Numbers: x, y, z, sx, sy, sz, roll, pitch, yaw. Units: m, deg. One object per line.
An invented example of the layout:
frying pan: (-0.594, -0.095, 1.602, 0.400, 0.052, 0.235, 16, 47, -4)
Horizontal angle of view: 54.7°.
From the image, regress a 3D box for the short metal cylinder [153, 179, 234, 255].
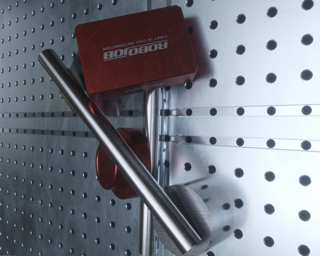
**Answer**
short metal cylinder: (0.038, 0.103, 0.361, 0.080, 0.050, 0.079, 0, 90, 39)

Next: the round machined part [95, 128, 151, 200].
round machined part: (-0.056, 0.048, 0.421, 0.098, 0.042, 0.097, -1, 89, 57)

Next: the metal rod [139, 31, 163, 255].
metal rod: (-0.011, 0.020, 0.417, 0.025, 0.025, 0.298, 3, 92, 39)

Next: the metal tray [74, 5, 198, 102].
metal tray: (-0.029, -0.091, 0.376, 0.131, 0.030, 0.090, -13, 79, -4)

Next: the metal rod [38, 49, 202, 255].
metal rod: (-0.059, 0.013, 0.364, 0.300, 0.025, 0.025, 50, 119, 19)

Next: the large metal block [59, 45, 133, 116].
large metal block: (-0.083, -0.065, 0.441, 0.050, 0.081, 0.080, 49, 119, 28)
